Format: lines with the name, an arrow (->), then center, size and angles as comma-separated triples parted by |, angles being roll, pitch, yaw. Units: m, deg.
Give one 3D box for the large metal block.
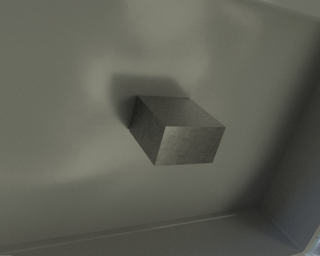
large metal block -> 0.018, 0.001, 0.380 | 0.081, 0.080, 0.050 | 1, 118, -29
